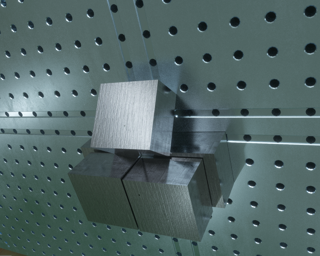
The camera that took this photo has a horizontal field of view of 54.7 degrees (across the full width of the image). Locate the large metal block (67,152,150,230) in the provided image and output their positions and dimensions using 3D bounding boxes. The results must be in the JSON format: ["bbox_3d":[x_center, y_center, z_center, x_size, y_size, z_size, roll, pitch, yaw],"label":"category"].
[{"bbox_3d":[-0.061,0.080,0.407,0.080,0.050,0.080,0,119,28],"label":"large metal block"}]

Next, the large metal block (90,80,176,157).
[{"bbox_3d":[-0.031,-0.010,0.377,0.080,0.050,0.080,0,77,27],"label":"large metal block"}]

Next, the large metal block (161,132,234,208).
[{"bbox_3d":[0.045,0.052,0.402,0.080,0.050,0.080,-1,118,28],"label":"large metal block"}]

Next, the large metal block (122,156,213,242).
[{"bbox_3d":[0.012,0.082,0.371,0.080,0.050,0.080,0,119,28],"label":"large metal block"}]

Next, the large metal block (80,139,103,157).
[{"bbox_3d":[-0.058,0.051,0.456,0.080,0.050,0.079,2,119,27],"label":"large metal block"}]
